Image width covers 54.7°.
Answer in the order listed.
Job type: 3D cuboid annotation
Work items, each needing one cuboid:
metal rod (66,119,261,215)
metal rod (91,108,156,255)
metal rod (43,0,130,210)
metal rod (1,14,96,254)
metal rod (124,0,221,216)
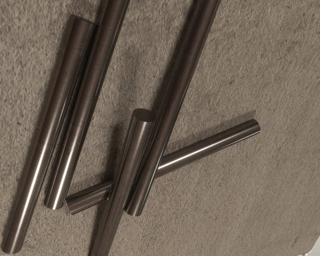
[{"bbox_3d":[0.016,0.050,0.448,0.302,0.025,0.025,-21,127,-16],"label":"metal rod"},{"bbox_3d":[-0.059,0.103,0.407,0.025,0.025,0.298,-1,129,-29],"label":"metal rod"},{"bbox_3d":[-0.081,-0.035,0.341,0.025,0.025,0.298,9,114,-33],"label":"metal rod"},{"bbox_3d":[-0.133,0.023,0.349,0.025,0.025,0.298,11,113,-34],"label":"metal rod"},{"bbox_3d":[0.012,-0.024,0.381,0.025,0.025,0.298,10,108,-33],"label":"metal rod"}]
